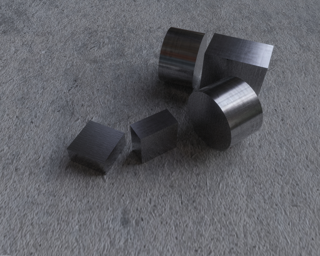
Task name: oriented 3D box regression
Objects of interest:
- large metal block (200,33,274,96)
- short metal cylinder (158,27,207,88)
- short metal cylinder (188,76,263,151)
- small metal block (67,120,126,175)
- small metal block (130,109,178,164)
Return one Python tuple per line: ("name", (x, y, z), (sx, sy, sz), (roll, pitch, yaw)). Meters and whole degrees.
("large metal block", (0.104, -0.077, 0.433), (0.080, 0.080, 0.050), (17, 52, 13))
("short metal cylinder", (0.034, -0.103, 0.455), (0.050, 0.080, 0.080), (15, 52, 12))
("short metal cylinder", (0.079, -0.018, 0.384), (0.050, 0.080, 0.080), (-28, 56, -21))
("small metal block", (-0.077, 0.023, 0.383), (0.050, 0.025, 0.050), (19, 52, 15))
("small metal block", (-0.007, 0.011, 0.378), (0.050, 0.050, 0.025), (-25, 55, -20))
